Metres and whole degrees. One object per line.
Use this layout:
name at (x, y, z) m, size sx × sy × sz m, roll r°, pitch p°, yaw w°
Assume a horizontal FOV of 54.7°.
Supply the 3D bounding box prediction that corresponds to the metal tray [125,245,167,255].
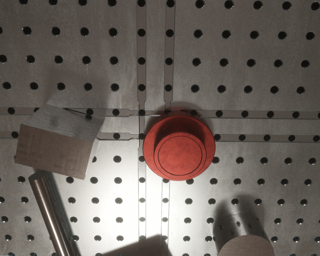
metal tray at (-0.042, 0.251, 0.502) m, size 0.130 × 0.030 × 0.090 m, roll -22°, pitch 109°, yaw 7°

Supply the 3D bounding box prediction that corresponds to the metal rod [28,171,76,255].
metal rod at (-0.145, 0.204, 0.486) m, size 0.025 × 0.025 × 0.298 m, roll -10°, pitch 110°, yaw 3°

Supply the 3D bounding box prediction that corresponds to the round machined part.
round machined part at (0.026, 0.029, 0.416) m, size 0.099 × 0.042 × 0.097 m, roll 0°, pitch 110°, yaw -1°

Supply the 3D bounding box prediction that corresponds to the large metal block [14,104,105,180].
large metal block at (-0.121, 0.014, 0.388) m, size 0.080 × 0.080 × 0.050 m, roll 16°, pitch 109°, yaw -6°

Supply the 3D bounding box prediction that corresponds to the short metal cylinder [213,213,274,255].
short metal cylinder at (0.124, 0.177, 0.467) m, size 0.081 × 0.050 × 0.079 m, roll 0°, pitch 110°, yaw -1°
